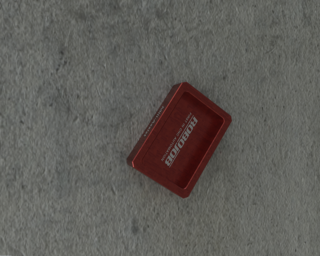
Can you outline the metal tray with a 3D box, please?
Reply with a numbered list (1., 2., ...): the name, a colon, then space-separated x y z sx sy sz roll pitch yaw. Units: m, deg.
1. metal tray: 0.028 0.016 0.416 0.090 0.030 0.130 35 79 -17
